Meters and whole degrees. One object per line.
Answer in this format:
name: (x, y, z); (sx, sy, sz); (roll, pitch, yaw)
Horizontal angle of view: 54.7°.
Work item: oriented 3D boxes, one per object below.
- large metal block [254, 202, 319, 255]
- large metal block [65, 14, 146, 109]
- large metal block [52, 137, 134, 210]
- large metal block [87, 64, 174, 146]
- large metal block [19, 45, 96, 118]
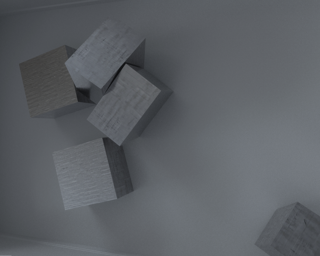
large metal block: (0.154, 0.125, 0.320); (0.080, 0.080, 0.050); (34, 77, 16)
large metal block: (-0.063, -0.077, 0.384); (0.050, 0.080, 0.080); (36, 75, 5)
large metal block: (-0.092, 0.061, 0.428); (0.080, 0.050, 0.080); (-16, 85, 19)
large metal block: (-0.033, -0.030, 0.389); (0.050, 0.080, 0.080); (39, 102, 6)
large metal block: (-0.146, -0.063, 0.447); (0.080, 0.050, 0.080); (-16, 85, 19)
